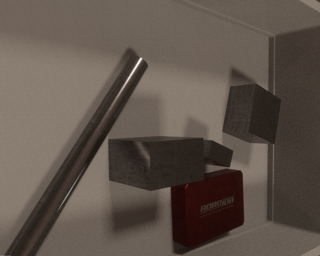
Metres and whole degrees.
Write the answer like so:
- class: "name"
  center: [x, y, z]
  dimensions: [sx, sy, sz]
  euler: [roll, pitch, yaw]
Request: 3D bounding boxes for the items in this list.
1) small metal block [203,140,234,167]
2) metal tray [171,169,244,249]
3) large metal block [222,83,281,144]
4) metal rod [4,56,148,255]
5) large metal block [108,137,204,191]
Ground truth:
- class: "small metal block"
  center: [0.069, 0.036, 0.451]
  dimensions: [0.050, 0.050, 0.025]
  euler: [25, 74, -38]
- class: "metal tray"
  center: [0.076, 0.116, 0.470]
  dimensions: [0.131, 0.030, 0.089]
  euler: [-4, 93, -40]
- class: "large metal block"
  center: [0.157, -0.022, 0.525]
  dimensions: [0.080, 0.050, 0.080]
  euler: [20, 78, -39]
- class: "metal rod"
  center: [-0.091, 0.042, 0.331]
  dimensions: [0.025, 0.025, 0.300]
  euler: [42, 64, -32]
- class: "large metal block"
  center: [-0.005, 0.037, 0.368]
  dimensions: [0.081, 0.080, 0.050]
  euler: [-2, 92, -40]
